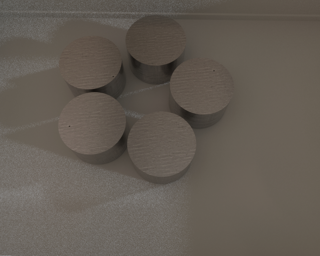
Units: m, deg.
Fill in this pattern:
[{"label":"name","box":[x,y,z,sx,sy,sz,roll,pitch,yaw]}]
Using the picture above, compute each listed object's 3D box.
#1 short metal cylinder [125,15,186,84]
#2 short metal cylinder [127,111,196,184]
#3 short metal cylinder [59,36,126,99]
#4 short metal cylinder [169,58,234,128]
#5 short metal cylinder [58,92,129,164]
[{"label":"short metal cylinder","box":[-0.005,-0.109,0.434,0.081,0.050,0.080,0,70,0]},{"label":"short metal cylinder","box":[0.002,0.026,0.385,0.081,0.050,0.080,0,70,0]},{"label":"short metal cylinder","box":[-0.089,-0.077,0.422,0.081,0.050,0.080,0,70,0]},{"label":"short metal cylinder","box":[0.053,-0.045,0.411,0.081,0.050,0.080,0,70,0]},{"label":"short metal cylinder","box":[-0.081,0.001,0.393,0.081,0.050,0.080,0,70,0]}]
